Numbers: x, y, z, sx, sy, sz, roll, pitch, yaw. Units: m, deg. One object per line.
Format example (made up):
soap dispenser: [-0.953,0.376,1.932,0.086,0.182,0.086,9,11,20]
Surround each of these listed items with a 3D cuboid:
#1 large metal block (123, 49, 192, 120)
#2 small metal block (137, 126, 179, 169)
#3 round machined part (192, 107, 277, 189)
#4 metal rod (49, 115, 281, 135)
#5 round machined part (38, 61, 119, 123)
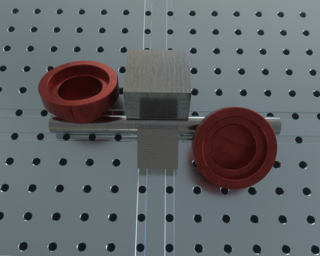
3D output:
large metal block: [-0.003,-0.058,0.407,0.081,0.050,0.080,1,52,0]
small metal block: [-0.003,0.024,0.392,0.050,0.025,0.050,1,99,0]
round machined part: [0.088,0.022,0.382,0.099,0.042,0.097,0,95,0]
metal rod: [0.007,-0.004,0.414,0.302,0.025,0.025,1,70,0]
round machined part: [-0.102,-0.044,0.404,0.099,0.042,0.098,0,44,0]
